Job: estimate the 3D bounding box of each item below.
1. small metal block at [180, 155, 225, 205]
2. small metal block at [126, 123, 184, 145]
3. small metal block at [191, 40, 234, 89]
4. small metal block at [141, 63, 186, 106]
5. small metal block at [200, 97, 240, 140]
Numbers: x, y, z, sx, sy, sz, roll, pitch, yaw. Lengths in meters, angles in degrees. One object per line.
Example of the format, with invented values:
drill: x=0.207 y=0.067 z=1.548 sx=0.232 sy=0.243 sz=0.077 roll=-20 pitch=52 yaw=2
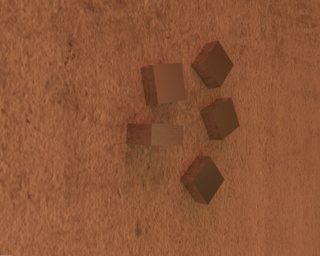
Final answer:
small metal block: x=0.064 y=0.077 z=0.461 sx=0.050 sy=0.025 sz=0.050 roll=-49 pitch=119 yaw=-29
small metal block: x=-0.007 y=0.008 z=0.385 sx=0.050 sy=0.050 sz=0.025 roll=3 pitch=88 yaw=-40
small metal block: x=0.081 y=-0.097 z=0.475 sx=0.050 sy=0.025 sz=0.050 roll=48 pitch=61 yaw=-30
small metal block: x=0.005 y=-0.059 z=0.411 sx=0.050 sy=0.025 sz=0.050 roll=-14 pitch=99 yaw=-39
small metal block: x=0.095 y=-0.015 z=0.487 sx=0.050 sy=0.025 sz=0.050 roll=-33 pitch=111 yaw=-35
